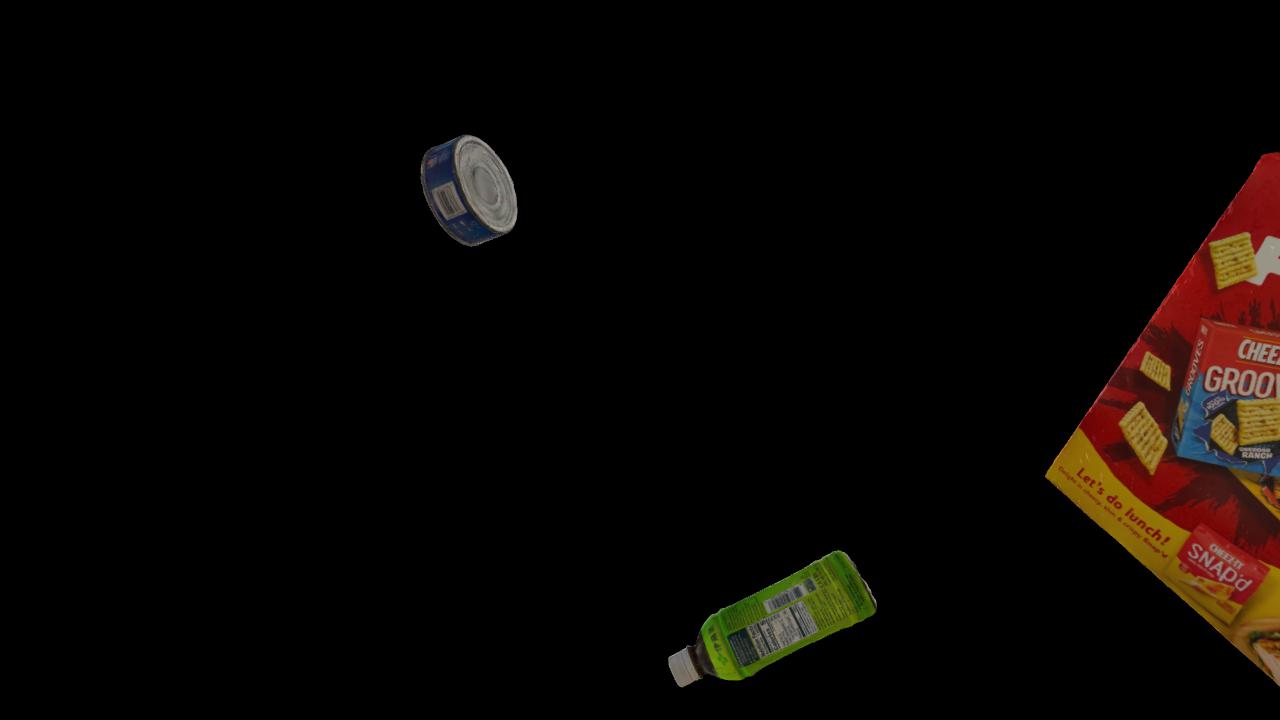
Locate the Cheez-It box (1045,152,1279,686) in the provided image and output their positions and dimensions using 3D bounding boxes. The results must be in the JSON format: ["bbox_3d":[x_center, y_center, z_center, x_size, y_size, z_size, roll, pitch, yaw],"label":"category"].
[{"bbox_3d":[0.333,0.033,0.298,0.071,0.223,0.166,-7,37,-17],"label":"Cheez-It box"}]

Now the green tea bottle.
[{"bbox_3d":[0.128,0.268,0.621,0.212,0.073,0.073,-25,0,1],"label":"green tea bottle"}]

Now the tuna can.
[{"bbox_3d":[-0.136,-0.138,0.501,0.034,0.084,0.084,-14,-6,22],"label":"tuna can"}]
